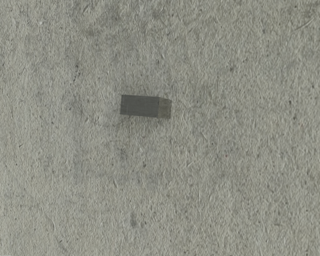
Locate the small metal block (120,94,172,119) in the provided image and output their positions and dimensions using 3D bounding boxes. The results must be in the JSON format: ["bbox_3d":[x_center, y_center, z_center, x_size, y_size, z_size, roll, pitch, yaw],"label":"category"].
[{"bbox_3d":[-0.017,-0.027,0.401,0.050,0.050,0.025,6,92,19],"label":"small metal block"}]
